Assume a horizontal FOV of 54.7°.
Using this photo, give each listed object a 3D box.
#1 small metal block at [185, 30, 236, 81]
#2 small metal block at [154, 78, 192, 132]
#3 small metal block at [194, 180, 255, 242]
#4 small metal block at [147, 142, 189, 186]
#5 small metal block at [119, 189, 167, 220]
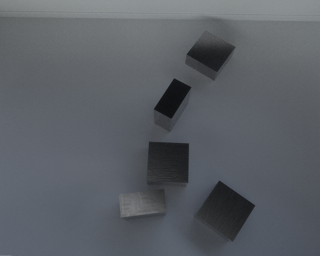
[{"bbox_3d":[0.072,-0.105,0.448,0.050,0.025,0.050,33,73,11],"label":"small metal block"},{"bbox_3d":[0.016,-0.029,0.407,0.025,0.050,0.050,29,73,10],"label":"small metal block"},{"bbox_3d":[0.077,0.100,0.373,0.050,0.025,0.050,35,74,11],"label":"small metal block"},{"bbox_3d":[0.010,0.046,0.393,0.050,0.025,0.050,3,70,1],"label":"small metal block"},{"bbox_3d":[-0.019,0.091,0.363,0.050,0.050,0.025,-7,70,-3],"label":"small metal block"}]
